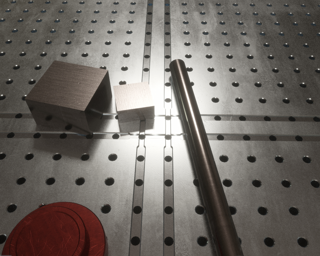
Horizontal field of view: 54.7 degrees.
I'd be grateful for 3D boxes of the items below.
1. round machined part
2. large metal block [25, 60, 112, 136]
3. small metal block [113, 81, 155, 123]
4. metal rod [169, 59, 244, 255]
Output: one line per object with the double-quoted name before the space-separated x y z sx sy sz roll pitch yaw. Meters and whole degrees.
"round machined part" -0.102 0.115 0.298 0.099 0.042 0.098 0 50 0
"large metal block" -0.121 -0.042 0.425 0.080 0.050 0.080 12 51 9
"small metal block" -0.037 -0.037 0.438 0.050 0.025 0.050 -9 51 -8
"metal rod" 0.048 0.014 0.396 0.025 0.025 0.300 -6 50 -6
